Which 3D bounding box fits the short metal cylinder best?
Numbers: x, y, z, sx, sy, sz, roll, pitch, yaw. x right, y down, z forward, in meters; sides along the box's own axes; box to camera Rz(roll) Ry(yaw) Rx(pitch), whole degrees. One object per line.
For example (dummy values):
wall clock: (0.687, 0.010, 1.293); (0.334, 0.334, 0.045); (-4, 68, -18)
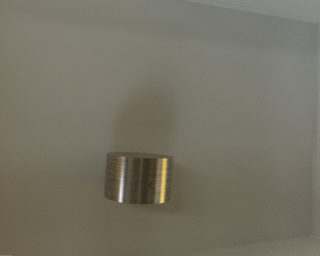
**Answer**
short metal cylinder: (-0.025, 0.057, 0.373); (0.081, 0.080, 0.050); (4, 89, -20)
